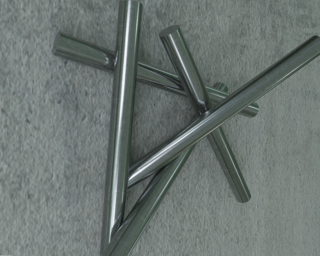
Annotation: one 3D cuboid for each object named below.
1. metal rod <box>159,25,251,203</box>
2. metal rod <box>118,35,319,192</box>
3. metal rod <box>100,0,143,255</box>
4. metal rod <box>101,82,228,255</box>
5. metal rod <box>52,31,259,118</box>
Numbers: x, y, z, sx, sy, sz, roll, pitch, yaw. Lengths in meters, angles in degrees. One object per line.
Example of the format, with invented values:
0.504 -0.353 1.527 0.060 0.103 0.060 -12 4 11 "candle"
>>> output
0.073 0.002 0.421 0.025 0.025 0.299 -50 128 -28 "metal rod"
0.077 -0.020 0.381 0.301 0.025 0.025 -35 116 -4 "metal rod"
-0.044 0.017 0.342 0.025 0.025 0.298 0 99 -40 "metal rod"
0.023 0.038 0.402 0.025 0.025 0.301 56 51 -26 "metal rod"
0.018 -0.057 0.397 0.302 0.025 0.025 13 82 -32 "metal rod"
